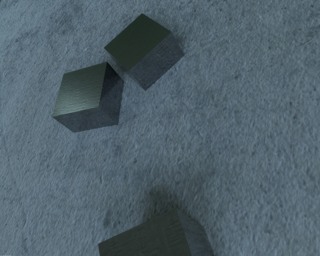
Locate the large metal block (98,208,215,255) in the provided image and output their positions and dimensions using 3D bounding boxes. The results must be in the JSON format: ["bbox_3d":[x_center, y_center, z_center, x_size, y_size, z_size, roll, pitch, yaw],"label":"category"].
[{"bbox_3d":[0.002,0.124,0.290,0.080,0.080,0.050,-28,53,10],"label":"large metal block"}]

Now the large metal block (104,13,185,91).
[{"bbox_3d":[-0.025,-0.116,0.471,0.080,0.050,0.080,-43,51,-2],"label":"large metal block"}]

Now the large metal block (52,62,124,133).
[{"bbox_3d":[-0.106,-0.045,0.469,0.080,0.050,0.080,-10,57,22],"label":"large metal block"}]
